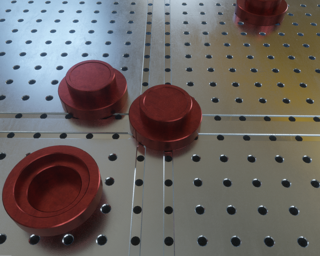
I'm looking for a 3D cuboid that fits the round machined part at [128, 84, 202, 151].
[{"bbox_3d":[0.007,-0.021,0.414,0.099,0.042,0.098,0,50,0],"label":"round machined part"}]

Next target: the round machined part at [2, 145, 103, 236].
[{"bbox_3d":[-0.112,0.070,0.337,0.099,0.042,0.098,0,50,0],"label":"round machined part"}]

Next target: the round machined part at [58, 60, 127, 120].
[{"bbox_3d":[-0.097,-0.061,0.447,0.099,0.042,0.098,0,50,0],"label":"round machined part"}]

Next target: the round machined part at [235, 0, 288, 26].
[{"bbox_3d":[0.200,-0.245,0.606,0.099,0.042,0.098,0,50,0],"label":"round machined part"}]
